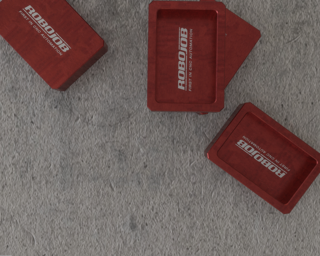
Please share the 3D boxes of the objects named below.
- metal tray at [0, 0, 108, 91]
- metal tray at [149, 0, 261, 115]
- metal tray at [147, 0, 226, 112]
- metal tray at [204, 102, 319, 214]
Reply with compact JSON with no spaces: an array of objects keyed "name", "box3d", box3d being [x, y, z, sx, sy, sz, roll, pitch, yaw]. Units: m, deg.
[{"name":"metal tray","box3d":[-0.145,-0.124,0.406,0.090,0.030,0.130,-44,90,0]},{"name":"metal tray","box3d":[0.058,-0.093,0.408,0.090,0.030,0.130,34,90,0]},{"name":"metal tray","box3d":[0.031,-0.084,0.376,0.091,0.030,0.129,1,90,0]},{"name":"metal tray","box3d":[0.136,0.038,0.408,0.130,0.030,0.090,36,90,0]}]
